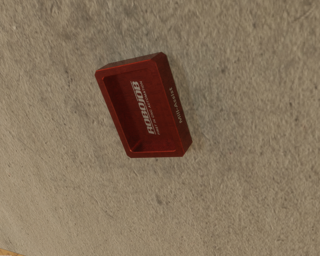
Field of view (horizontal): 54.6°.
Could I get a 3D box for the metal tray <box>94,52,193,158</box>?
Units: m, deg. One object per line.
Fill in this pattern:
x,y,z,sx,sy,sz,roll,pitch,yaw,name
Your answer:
-0.019,-0.024,0.399,0.090,0.030,0.129,-5,116,30,metal tray
